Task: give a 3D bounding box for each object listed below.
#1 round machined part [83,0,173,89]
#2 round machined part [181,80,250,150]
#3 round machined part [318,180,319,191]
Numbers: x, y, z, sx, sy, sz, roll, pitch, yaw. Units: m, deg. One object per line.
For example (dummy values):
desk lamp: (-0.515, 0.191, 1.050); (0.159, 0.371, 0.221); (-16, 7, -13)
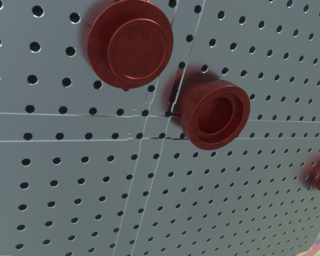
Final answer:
round machined part: (-0.029, -0.087, 0.332); (0.099, 0.042, 0.097); (-14, 125, -21)
round machined part: (0.072, -0.021, 0.429); (0.099, 0.042, 0.097); (-14, 125, -21)
round machined part: (0.401, 0.130, 0.705); (0.099, 0.042, 0.097); (-14, 125, -21)
